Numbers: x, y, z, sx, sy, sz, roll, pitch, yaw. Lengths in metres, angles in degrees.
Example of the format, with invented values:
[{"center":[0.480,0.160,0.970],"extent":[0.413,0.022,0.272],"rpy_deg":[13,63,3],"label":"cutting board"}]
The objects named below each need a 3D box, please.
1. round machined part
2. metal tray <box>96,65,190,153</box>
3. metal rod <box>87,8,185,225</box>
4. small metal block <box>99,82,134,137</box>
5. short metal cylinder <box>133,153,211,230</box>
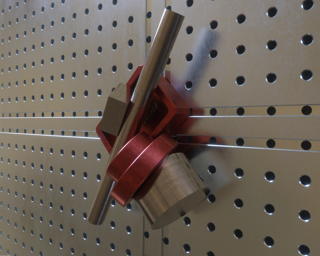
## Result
[{"center":[-0.025,0.042,0.367],"extent":[0.042,0.098,0.097],"rpy_deg":[41,116,8],"label":"round machined part"},{"center":[-0.029,-0.009,0.427],"extent":[0.129,0.030,0.090],"rpy_deg":[-50,61,28],"label":"metal tray"},{"center":[-0.038,-0.001,0.399],"extent":[0.025,0.025,0.298],"rpy_deg":[35,111,34],"label":"metal rod"},{"center":[-0.054,-0.025,0.407],"extent":[0.025,0.050,0.050],"rpy_deg":[22,119,-1],"label":"small metal block"},{"center":[0.011,0.074,0.361],"extent":[0.080,0.081,0.050],"rpy_deg":[-51,61,28],"label":"short metal cylinder"}]
